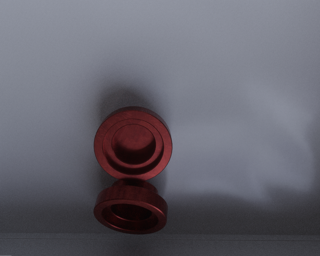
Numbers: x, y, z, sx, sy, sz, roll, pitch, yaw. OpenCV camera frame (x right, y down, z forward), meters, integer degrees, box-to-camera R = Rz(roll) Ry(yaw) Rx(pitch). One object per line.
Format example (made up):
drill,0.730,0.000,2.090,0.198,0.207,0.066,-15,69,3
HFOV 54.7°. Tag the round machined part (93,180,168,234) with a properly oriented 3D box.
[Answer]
round machined part,-0.038,0.105,0.427,0.099,0.042,0.097,4,137,4

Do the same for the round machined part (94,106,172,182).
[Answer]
round machined part,-0.034,0.018,0.407,0.099,0.042,0.097,-1,108,-1
